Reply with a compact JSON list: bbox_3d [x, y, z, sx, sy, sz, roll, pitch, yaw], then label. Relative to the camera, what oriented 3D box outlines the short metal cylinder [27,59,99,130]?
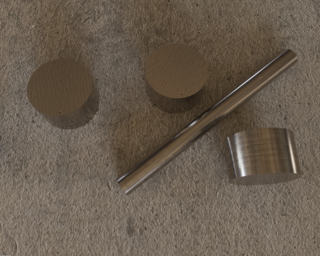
[{"bbox_3d":[-0.125,-0.044,0.410,0.081,0.050,0.080,0,70,0],"label":"short metal cylinder"}]

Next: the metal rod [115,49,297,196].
[{"bbox_3d":[0.070,-0.015,0.413,0.301,0.025,0.025,-37,74,-13],"label":"metal rod"}]

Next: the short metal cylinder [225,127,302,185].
[{"bbox_3d":[0.120,0.036,0.367,0.081,0.080,0.050,-2,70,-1],"label":"short metal cylinder"}]

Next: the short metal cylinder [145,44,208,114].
[{"bbox_3d":[0.021,-0.066,0.419,0.081,0.050,0.080,0,70,0],"label":"short metal cylinder"}]
